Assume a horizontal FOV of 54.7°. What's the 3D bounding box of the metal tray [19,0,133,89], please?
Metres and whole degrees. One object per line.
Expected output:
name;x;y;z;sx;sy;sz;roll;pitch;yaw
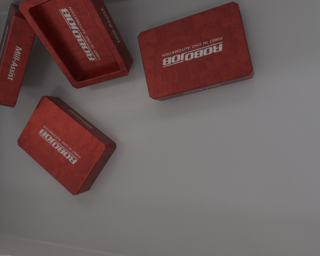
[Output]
metal tray;-0.103;-0.118;0.401;0.090;0.030;0.130;-12;130;19

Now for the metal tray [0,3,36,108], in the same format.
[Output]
metal tray;-0.213;-0.106;0.448;0.090;0.030;0.129;46;118;51

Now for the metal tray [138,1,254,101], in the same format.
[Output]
metal tray;0.044;-0.092;0.392;0.130;0.030;0.090;-12;86;19

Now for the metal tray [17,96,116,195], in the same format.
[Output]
metal tray;-0.140;0.024;0.457;0.130;0.030;0.090;37;102;16
